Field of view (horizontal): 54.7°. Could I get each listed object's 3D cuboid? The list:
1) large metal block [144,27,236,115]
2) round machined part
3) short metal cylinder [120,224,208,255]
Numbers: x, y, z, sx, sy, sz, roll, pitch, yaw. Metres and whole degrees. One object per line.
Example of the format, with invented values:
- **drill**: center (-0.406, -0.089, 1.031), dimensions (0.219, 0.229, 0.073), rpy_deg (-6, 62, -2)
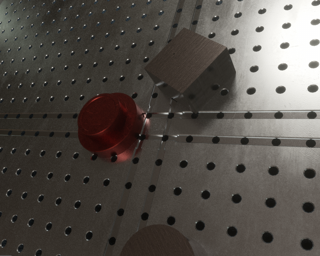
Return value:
- **large metal block**: center (0.040, -0.078, 0.418), dimensions (0.080, 0.050, 0.080), rpy_deg (-47, 52, -5)
- **round machined part**: center (-0.077, -0.011, 0.443), dimensions (0.098, 0.042, 0.098), rpy_deg (-13, 56, 20)
- **short metal cylinder**: center (0.005, 0.140, 0.302), dimensions (0.080, 0.050, 0.080), rpy_deg (-13, 56, 20)
